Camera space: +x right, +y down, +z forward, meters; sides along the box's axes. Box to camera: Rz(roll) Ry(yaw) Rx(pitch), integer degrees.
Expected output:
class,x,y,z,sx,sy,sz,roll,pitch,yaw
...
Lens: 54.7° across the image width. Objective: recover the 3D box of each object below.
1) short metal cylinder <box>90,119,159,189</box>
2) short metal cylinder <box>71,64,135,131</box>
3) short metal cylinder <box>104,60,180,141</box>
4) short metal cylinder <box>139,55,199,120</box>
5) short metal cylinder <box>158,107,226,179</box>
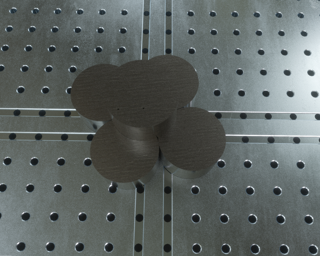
class,x,y,z,sx,sy,sz,roll,pitch,yaw
short metal cylinder,-0.041,0.033,0.385,0.081,0.050,0.080,0,70,0
short metal cylinder,-0.071,-0.037,0.410,0.081,0.050,0.080,0,70,0
short metal cylinder,-0.020,-0.030,0.354,0.081,0.050,0.080,0,71,-1
short metal cylinder,0.009,-0.050,0.416,0.081,0.050,0.080,0,70,0
short metal cylinder,0.038,0.020,0.391,0.081,0.050,0.080,0,70,0
